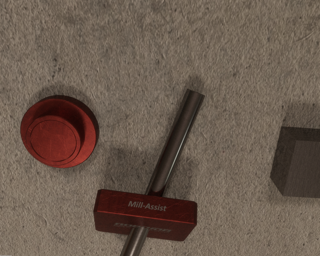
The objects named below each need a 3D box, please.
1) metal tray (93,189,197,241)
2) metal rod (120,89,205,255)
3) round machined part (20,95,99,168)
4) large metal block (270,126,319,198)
[{"bbox_3d":[-0.022,0.123,0.427,0.131,0.030,0.089,9,146,-4],"label":"metal tray"},{"bbox_3d":[-0.008,0.091,0.421,0.025,0.025,0.298,20,100,-8],"label":"metal rod"},{"bbox_3d":[-0.132,0.009,0.402,0.099,0.042,0.097,0,110,-1],"label":"round machined part"},{"bbox_3d":[0.204,0.046,0.416,0.081,0.050,0.079,4,110,-2],"label":"large metal block"}]
